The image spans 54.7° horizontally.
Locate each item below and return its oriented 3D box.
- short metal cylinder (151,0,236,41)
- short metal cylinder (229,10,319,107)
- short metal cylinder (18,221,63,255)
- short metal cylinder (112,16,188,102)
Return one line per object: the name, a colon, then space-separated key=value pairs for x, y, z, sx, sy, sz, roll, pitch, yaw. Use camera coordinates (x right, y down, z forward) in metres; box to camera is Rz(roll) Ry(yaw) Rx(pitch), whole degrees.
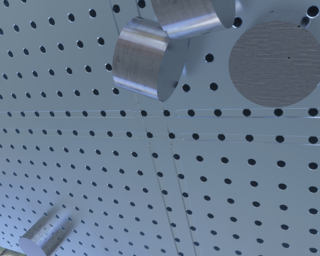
short metal cylinder: x=0.032 y=-0.125 z=0.282 sx=0.050 sy=0.080 sz=0.080 roll=-6 pitch=116 yaw=31
short metal cylinder: x=0.112 y=-0.066 z=0.295 sx=0.080 sy=0.050 sz=0.079 roll=13 pitch=124 yaw=21
short metal cylinder: x=-0.267 y=0.257 z=0.695 sx=0.080 sy=0.050 sz=0.079 roll=13 pitch=124 yaw=21
short metal cylinder: x=-0.008 y=-0.074 z=0.335 sx=0.050 sy=0.080 sz=0.079 roll=20 pitch=126 yaw=16
